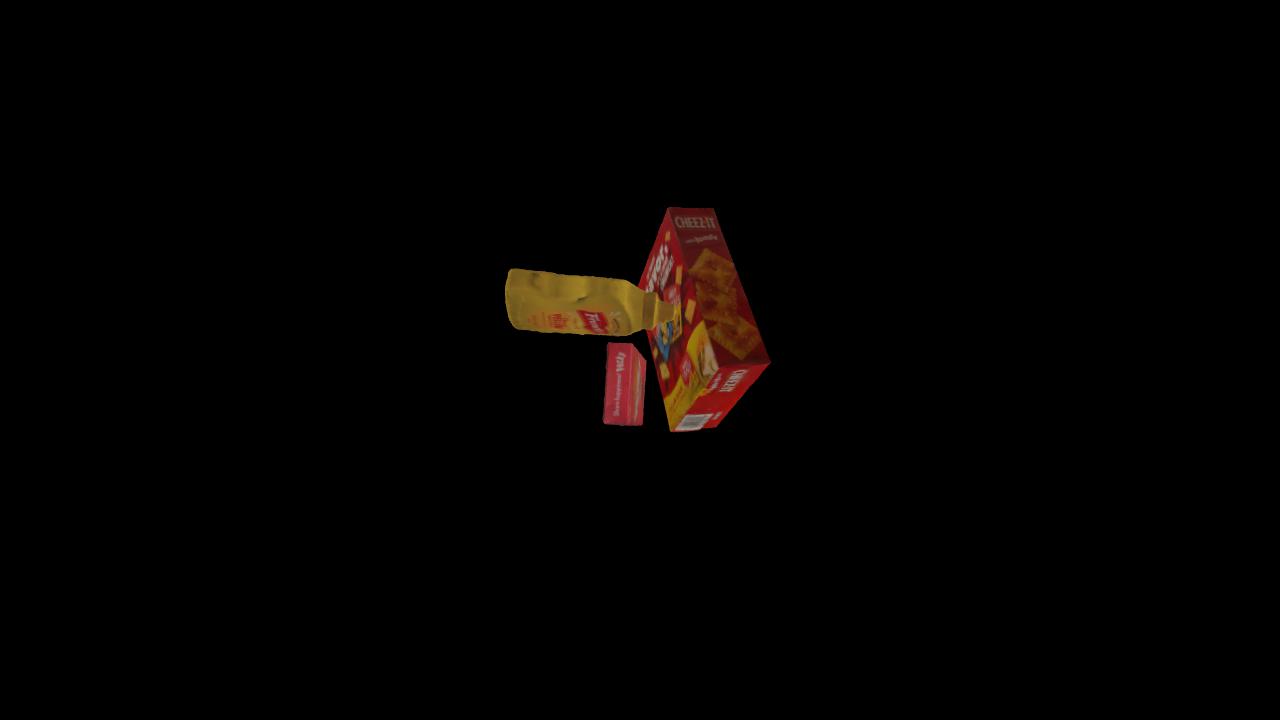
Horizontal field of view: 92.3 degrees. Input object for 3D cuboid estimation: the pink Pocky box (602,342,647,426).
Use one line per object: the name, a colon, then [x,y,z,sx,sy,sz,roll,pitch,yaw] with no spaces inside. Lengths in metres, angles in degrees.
pink Pocky box: [-0.015,0.032,0.689,0.029,0.084,0.155,2,-7,6]

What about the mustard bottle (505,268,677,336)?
mustard bottle: [-0.051,-0.060,0.683,0.184,0.054,0.092,5,-33,1]

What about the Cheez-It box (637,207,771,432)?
Cheez-It box: [0.064,-0.047,0.745,0.071,0.223,0.166,-4,-30,-19]
